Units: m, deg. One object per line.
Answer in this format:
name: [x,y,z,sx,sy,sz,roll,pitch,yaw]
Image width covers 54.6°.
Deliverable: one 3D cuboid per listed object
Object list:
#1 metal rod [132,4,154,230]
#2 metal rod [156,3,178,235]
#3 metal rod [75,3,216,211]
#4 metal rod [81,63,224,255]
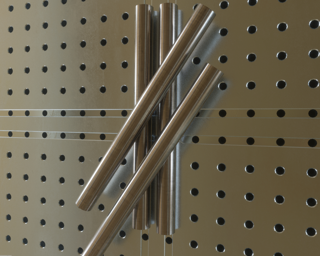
metal rod: [-0.023,-0.014,0.422,0.025,0.025,0.298,1,90,20]
metal rod: [0.009,-0.012,0.410,0.025,0.025,0.298,1,90,20]
metal rod: [-0.024,-0.017,0.396,0.025,0.025,0.299,36,101,16]
metal rod: [-0.015,0.053,0.392,0.025,0.025,0.299,36,101,16]
